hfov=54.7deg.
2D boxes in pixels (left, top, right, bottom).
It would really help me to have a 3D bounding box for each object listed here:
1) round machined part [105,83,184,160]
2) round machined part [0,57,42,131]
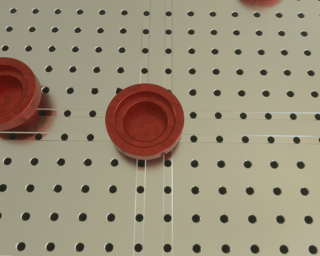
[{"bbox_3d":[-0.019,-0.006,0.405,0.099,0.042,0.098,0,70,-1],"label":"round machined part"},{"bbox_3d":[-0.209,-0.042,0.415,0.099,0.042,0.098,0,70,-1],"label":"round machined part"}]
